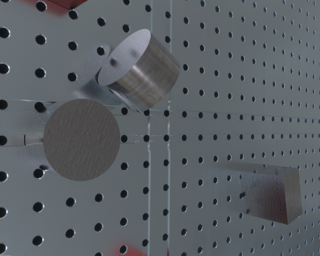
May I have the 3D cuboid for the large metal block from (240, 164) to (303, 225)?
[{"bbox_3d":[0.191,0.110,0.534,0.050,0.080,0.079,-14,99,-39],"label":"large metal block"}]

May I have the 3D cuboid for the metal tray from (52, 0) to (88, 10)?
[{"bbox_3d":[-0.109,-0.201,0.313,0.091,0.030,0.129,14,81,-39],"label":"metal tray"}]

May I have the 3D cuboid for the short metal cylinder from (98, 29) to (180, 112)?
[{"bbox_3d":[-0.024,-0.065,0.353,0.050,0.080,0.080,40,66,-33],"label":"short metal cylinder"}]

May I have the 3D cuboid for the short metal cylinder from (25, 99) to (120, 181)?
[{"bbox_3d":[-0.089,0.011,0.319,0.081,0.050,0.079,0,90,-40],"label":"short metal cylinder"}]
